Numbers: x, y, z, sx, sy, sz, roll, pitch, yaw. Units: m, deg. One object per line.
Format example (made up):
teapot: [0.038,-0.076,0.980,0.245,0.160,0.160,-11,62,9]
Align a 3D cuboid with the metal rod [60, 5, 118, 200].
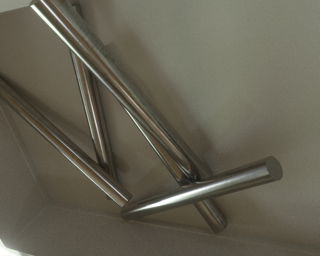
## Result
metal rod: [-0.094,-0.018,0.445,0.025,0.025,0.298,7,122,24]

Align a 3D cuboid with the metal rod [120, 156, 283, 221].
metal rod: [0.028,0.092,0.416,0.025,0.025,0.299,50,139,-7]

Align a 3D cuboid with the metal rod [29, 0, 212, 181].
metal rod: [-0.013,-0.013,0.328,0.025,0.025,0.300,-11,138,32]

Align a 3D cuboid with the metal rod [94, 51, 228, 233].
metal rod: [0.002,0.024,0.420,0.025,0.025,0.299,-27,104,37]

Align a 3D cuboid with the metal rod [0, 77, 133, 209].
metal rod: [-0.162,0.014,0.478,0.300,0.025,0.025,40,129,9]
